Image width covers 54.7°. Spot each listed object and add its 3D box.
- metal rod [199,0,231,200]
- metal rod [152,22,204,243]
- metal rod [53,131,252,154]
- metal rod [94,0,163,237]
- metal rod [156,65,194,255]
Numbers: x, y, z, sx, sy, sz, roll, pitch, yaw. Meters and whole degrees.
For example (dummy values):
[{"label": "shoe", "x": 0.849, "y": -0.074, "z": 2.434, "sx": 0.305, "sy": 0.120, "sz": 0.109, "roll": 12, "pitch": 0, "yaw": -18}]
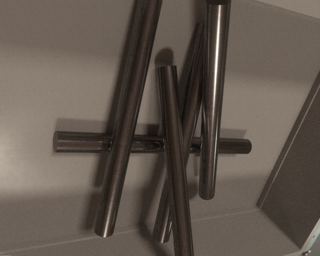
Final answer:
[{"label": "metal rod", "x": 0.066, "y": -0.010, "z": 0.398, "sx": 0.025, "sy": 0.025, "sz": 0.298, "roll": -19, "pitch": 132, "yaw": -18}, {"label": "metal rod", "x": 0.030, "y": 0.018, "z": 0.407, "sx": 0.025, "sy": 0.025, "sz": 0.298, "roll": 2, "pitch": 108, "yaw": -30}, {"label": "metal rod", "x": 0.011, "y": 0.023, "z": 0.430, "sx": 0.303, "sy": 0.025, "sz": 0.025, "roll": 3, "pitch": 117, "yaw": -30}, {"label": "metal rod", "x": -0.039, "y": -0.007, "z": 0.357, "sx": 0.025, "sy": 0.025, "sz": 0.298, "roll": 4, "pitch": 109, "yaw": -31}, {"label": "metal rod", "x": 0.022, "y": 0.073, "z": 0.392, "sx": 0.025, "sy": 0.025, "sz": 0.298, "roll": -9, "pitch": 99, "yaw": -24}]
